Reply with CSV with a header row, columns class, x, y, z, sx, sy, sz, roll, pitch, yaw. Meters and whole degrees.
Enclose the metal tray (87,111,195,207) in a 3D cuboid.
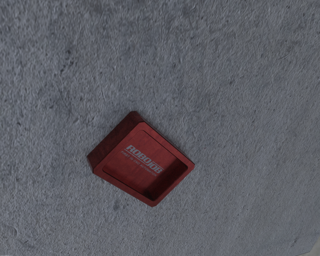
class,x,y,z,sx,sy,sz,roll,pitch,yaw
metal tray,-0.022,0.047,0.424,0.090,0.030,0.130,-46,130,3
